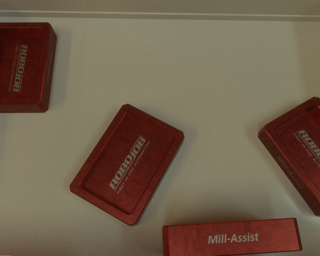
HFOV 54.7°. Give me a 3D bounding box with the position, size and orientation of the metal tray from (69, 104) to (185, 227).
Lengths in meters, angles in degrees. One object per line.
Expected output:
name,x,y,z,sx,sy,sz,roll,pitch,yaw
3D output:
metal tray,-0.038,0.044,0.390,0.090,0.030,0.130,28,72,9

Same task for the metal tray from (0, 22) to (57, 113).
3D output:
metal tray,-0.201,-0.086,0.435,0.091,0.030,0.130,0,70,-1

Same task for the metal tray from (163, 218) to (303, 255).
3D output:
metal tray,0.068,0.118,0.332,0.131,0.090,0.030,-3,70,-2

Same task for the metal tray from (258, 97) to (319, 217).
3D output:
metal tray,0.202,0.034,0.396,0.090,0.030,0.130,-29,73,-11
